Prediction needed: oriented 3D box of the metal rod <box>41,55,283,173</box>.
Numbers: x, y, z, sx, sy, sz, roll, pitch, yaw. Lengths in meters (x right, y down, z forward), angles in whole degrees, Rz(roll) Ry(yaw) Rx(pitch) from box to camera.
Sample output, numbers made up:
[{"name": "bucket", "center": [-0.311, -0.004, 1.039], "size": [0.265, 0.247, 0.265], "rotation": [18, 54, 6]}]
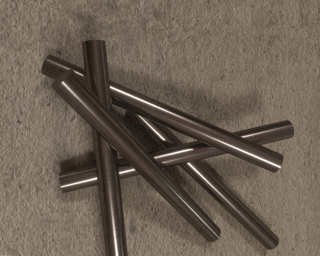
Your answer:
[{"name": "metal rod", "center": [0.006, -0.015, 0.372], "size": [0.301, 0.025, 0.025], "rotation": [23, 82, -4]}]

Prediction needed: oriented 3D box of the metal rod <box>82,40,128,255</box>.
[{"name": "metal rod", "center": [-0.059, 0.055, 0.351], "size": [0.025, 0.025, 0.298], "rotation": [-7, 97, -20]}]

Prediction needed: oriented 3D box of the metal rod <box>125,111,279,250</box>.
[{"name": "metal rod", "center": [0.068, 0.074, 0.435], "size": [0.300, 0.025, 0.025], "rotation": [44, 76, -15]}]

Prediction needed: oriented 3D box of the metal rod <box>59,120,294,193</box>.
[{"name": "metal rod", "center": [0.029, 0.033, 0.393], "size": [0.302, 0.025, 0.025], "rotation": [-12, 95, -10]}]

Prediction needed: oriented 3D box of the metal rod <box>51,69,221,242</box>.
[{"name": "metal rod", "center": [-0.008, 0.052, 0.362], "size": [0.025, 0.025, 0.300], "rotation": [-48, 122, -14]}]
